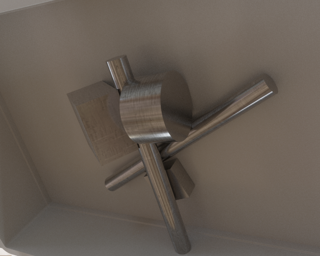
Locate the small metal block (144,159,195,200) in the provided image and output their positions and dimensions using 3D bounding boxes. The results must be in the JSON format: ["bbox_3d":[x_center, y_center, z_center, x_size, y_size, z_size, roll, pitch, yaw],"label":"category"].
[{"bbox_3d":[0.014,0.077,0.446,0.050,0.025,0.050,-23,106,36],"label":"small metal block"}]

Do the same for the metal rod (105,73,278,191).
[{"bbox_3d":[0.017,0.022,0.409,0.025,0.025,0.299,49,128,-7],"label":"metal rod"}]

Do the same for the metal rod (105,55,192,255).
[{"bbox_3d":[-0.007,0.052,0.408,0.025,0.025,0.298,-5,115,30],"label":"metal rod"}]

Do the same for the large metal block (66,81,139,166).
[{"bbox_3d":[-0.075,-0.009,0.398,0.080,0.050,0.080,34,145,61],"label":"large metal block"}]

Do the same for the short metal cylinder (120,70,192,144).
[{"bbox_3d":[-0.002,-0.022,0.356,0.050,0.080,0.080,-5,116,29],"label":"short metal cylinder"}]
